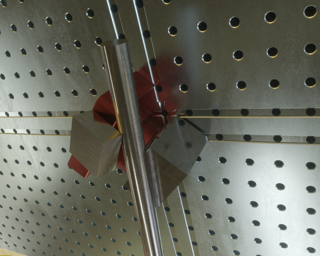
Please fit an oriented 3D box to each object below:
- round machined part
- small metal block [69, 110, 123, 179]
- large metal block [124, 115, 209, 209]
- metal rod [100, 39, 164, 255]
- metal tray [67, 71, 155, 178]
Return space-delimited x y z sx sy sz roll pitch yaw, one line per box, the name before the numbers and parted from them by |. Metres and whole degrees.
round machined part | -0.038 0.019 0.400 0.042 0.098 0.097 36 129 4
small metal block | -0.070 0.017 0.330 0.050 0.025 0.050 37 130 27
large metal block | 0.009 0.043 0.392 0.050 0.080 0.080 37 129 3
metal rod | -0.024 0.052 0.351 0.025 0.025 0.298 6 122 24
metal tray | -0.064 -0.003 0.399 0.030 0.090 0.129 37 129 3
